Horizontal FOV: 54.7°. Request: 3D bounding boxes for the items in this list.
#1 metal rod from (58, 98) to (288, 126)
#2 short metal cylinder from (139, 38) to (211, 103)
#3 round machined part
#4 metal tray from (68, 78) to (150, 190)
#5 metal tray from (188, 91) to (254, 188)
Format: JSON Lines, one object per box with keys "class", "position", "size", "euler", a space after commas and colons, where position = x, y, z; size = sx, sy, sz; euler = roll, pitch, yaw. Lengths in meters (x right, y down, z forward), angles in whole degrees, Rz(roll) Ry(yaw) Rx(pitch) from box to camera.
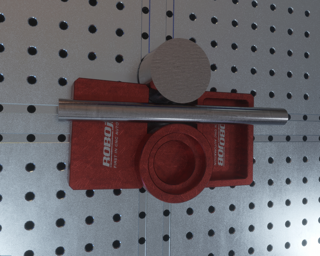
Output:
{"class": "metal rod", "position": [0.032, -0.018, 0.388], "size": [0.303, 0.025, 0.025], "euler": [1, 90, -20]}
{"class": "short metal cylinder", "position": [0.018, -0.070, 0.402], "size": [0.081, 0.050, 0.079], "euler": [0, 90, -20]}
{"class": "round machined part", "position": [0.015, 0.043, 0.396], "size": [0.099, 0.042, 0.097], "euler": [0, 90, -20]}
{"class": "metal tray", "position": [-0.063, 0.008, 0.382], "size": [0.091, 0.030, 0.129], "euler": [3, 89, -20]}
{"class": "metal tray", "position": [0.086, 0.016, 0.437], "size": [0.091, 0.030, 0.129], "euler": [1, 90, -20]}
